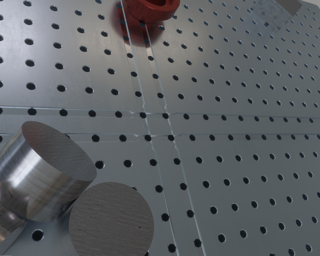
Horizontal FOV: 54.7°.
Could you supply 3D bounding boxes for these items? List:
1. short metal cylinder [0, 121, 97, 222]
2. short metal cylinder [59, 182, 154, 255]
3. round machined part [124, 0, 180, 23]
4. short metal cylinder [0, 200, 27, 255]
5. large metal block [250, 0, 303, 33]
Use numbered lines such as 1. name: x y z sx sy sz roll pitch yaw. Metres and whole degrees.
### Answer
1. short metal cylinder: -0.106 0.039 0.285 0.080 0.050 0.080 41 6 -5
2. short metal cylinder: -0.053 0.099 0.303 0.081 0.050 0.080 14 56 -21
3. round machined part: -0.019 -0.215 0.518 0.099 0.042 0.098 14 56 -21
4. short metal cylinder: -0.152 0.089 0.237 0.050 0.080 0.080 41 51 -1
5. large metal block: 0.264 -0.274 0.701 0.080 0.050 0.080 43 51 1
